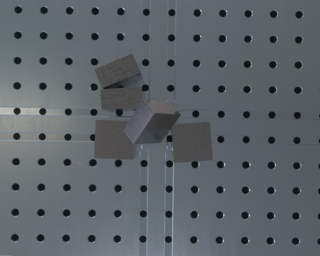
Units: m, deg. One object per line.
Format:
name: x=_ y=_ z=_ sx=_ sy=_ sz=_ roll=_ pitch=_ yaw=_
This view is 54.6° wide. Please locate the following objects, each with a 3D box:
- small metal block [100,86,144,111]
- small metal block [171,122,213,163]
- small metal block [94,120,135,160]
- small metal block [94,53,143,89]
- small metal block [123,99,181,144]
small metal block: x=-0.046 y=-0.036 z=0.401 sx=0.050 sy=0.050 sz=0.025 roll=-4 pitch=90 yaw=0
small metal block: x=0.042 y=0.019 z=0.414 sx=0.050 sy=0.025 sz=0.050 roll=-4 pitch=90 yaw=0
small metal block: x=-0.059 y=0.015 z=0.413 sx=0.050 sy=0.025 sz=0.050 roll=2 pitch=90 yaw=0
small metal block: x=-0.052 y=-0.069 z=0.401 sx=0.050 sy=0.050 sz=0.025 roll=-23 pitch=90 yaw=0
small metal block: x=-0.010 y=-0.007 z=0.389 sx=0.025 sy=0.050 sz=0.050 roll=50 pitch=120 yaw=29
